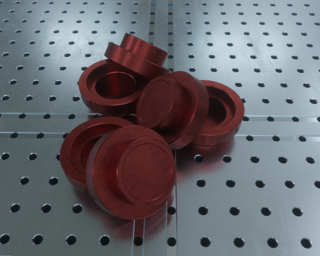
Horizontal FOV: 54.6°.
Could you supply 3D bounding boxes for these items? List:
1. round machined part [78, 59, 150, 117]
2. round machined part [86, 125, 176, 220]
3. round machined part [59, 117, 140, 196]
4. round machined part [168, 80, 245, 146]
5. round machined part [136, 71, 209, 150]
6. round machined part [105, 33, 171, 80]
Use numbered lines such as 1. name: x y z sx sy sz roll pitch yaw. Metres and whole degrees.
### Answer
1. round machined part: -0.062 -0.053 0.440 0.099 0.042 0.098 0 50 0
2. round machined part: -0.022 0.045 0.322 0.099 0.042 0.098 5 82 -33
3. round machined part: -0.063 0.036 0.365 0.099 0.042 0.098 0 50 0
4. round machined part: 0.058 -0.016 0.410 0.099 0.042 0.098 0 50 0
5. round machined part: 0.008 -0.025 0.378 0.042 0.098 0.098 22 37 -39
6. round machined part: -0.027 -0.103 0.448 0.098 0.042 0.098 25 11 -5
